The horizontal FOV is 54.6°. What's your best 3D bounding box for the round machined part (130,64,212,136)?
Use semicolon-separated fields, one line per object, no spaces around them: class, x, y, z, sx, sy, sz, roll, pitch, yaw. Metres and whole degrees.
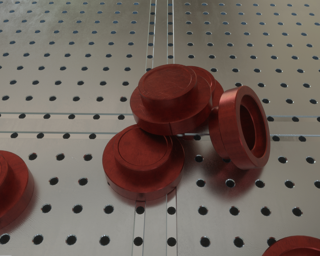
round machined part;0.012;-0.040;0.370;0.098;0.042;0.098;-7;44;7

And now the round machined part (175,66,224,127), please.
round machined part;0.042;-0.051;0.440;0.099;0.042;0.098;0;50;0

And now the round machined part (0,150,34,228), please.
round machined part;-0.197;0.063;0.343;0.099;0.042;0.098;0;50;0

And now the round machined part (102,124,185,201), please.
round machined part;-0.019;0.033;0.369;0.099;0.042;0.098;0;50;0

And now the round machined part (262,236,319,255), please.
round machined part;0.129;0.150;0.271;0.099;0.042;0.098;0;50;0

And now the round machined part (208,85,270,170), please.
round machined part;0.093;0.001;0.372;0.042;0.098;0.098;-14;40;37
